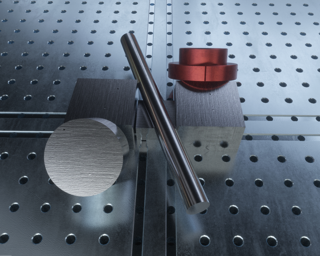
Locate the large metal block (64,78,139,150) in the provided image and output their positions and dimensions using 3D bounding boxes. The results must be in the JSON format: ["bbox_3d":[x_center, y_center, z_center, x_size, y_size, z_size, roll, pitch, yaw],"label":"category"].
[{"bbox_3d":[-0.072,-0.019,0.408,0.080,0.050,0.080,2,50,1],"label":"large metal block"}]

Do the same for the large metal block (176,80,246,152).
[{"bbox_3d":[0.061,-0.017,0.406,0.081,0.050,0.080,1,50,0],"label":"large metal block"}]

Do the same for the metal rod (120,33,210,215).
[{"bbox_3d":[-0.006,-0.030,0.399,0.025,0.025,0.300,-13,51,-11],"label":"metal rod"}]

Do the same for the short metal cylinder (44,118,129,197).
[{"bbox_3d":[-0.077,0.029,0.339,0.080,0.050,0.079,0,93,1],"label":"short metal cylinder"}]

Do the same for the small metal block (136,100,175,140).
[{"bbox_3d":[-0.005,-0.011,0.417,0.050,0.025,0.050,1,50,0],"label":"small metal block"}]

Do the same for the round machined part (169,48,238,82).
[{"bbox_3d":[0.061,-0.093,0.443,0.099,0.042,0.098,1,15,0],"label":"round machined part"}]
